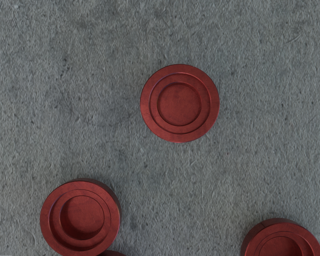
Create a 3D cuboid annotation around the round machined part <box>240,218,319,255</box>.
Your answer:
[{"bbox_3d":[0.153,0.165,0.403,0.099,0.042,0.097,0,90,0],"label":"round machined part"}]

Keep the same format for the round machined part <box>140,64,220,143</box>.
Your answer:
[{"bbox_3d":[0.025,-0.031,0.401,0.099,0.042,0.097,0,90,0],"label":"round machined part"}]

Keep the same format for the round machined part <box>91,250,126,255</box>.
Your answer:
[{"bbox_3d":[-0.070,0.206,0.401,0.099,0.042,0.097,0,90,0],"label":"round machined part"}]

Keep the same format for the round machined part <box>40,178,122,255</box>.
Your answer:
[{"bbox_3d":[-0.098,0.113,0.401,0.099,0.042,0.097,0,90,0],"label":"round machined part"}]
